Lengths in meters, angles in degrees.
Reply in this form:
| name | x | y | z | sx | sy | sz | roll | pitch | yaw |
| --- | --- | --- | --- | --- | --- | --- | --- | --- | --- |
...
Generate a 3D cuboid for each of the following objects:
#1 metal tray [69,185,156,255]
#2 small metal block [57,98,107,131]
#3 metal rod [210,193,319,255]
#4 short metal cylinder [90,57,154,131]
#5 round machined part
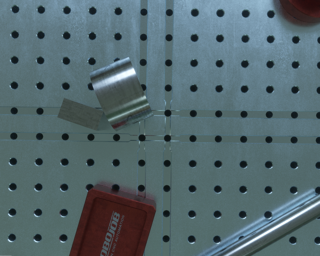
| name | x | y | z | sx | sy | sz | roll | pitch | yaw |
| --- | --- | --- | --- | --- | --- | --- | --- | --- | --- |
| metal tray | -0.065 | 0.150 | 0.410 | 0.091 | 0.030 | 0.129 | 16 | 90 | -1 |
| small metal block | -0.097 | -0.017 | 0.400 | 0.050 | 0.050 | 0.025 | 19 | 90 | -1 |
| metal rod | 0.093 | 0.172 | 0.414 | 0.301 | 0.025 | 0.025 | -30 | 90 | -1 |
| short metal cylinder | -0.046 | -0.042 | 0.385 | 0.050 | 0.080 | 0.080 | -23 | 90 | 0 |
| round machined part | 0.211 | -0.195 | 0.408 | 0.099 | 0.042 | 0.097 | 0 | 90 | -1 |
